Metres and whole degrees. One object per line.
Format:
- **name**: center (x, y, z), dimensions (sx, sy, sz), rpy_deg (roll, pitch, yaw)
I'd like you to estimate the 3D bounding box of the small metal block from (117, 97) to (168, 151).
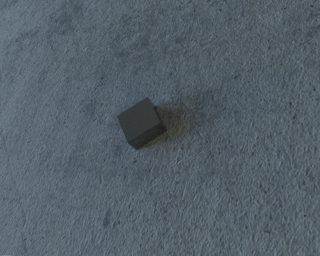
- **small metal block**: center (-0.024, -0.006, 0.421), dimensions (0.050, 0.025, 0.050), rpy_deg (-32, 52, 7)
